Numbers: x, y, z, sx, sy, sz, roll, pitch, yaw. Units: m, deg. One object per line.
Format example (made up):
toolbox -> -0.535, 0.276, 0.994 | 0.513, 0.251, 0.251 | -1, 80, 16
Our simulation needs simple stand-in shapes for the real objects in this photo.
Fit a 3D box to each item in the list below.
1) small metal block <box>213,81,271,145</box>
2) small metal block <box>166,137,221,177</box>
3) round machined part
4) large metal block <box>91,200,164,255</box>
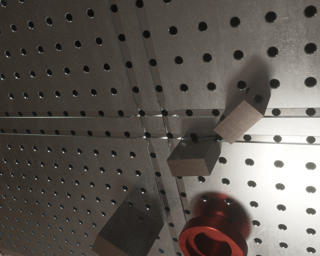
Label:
small metal block -> 0.090, -0.017, 0.337 | 0.025, 0.050, 0.050 | 40, 129, 0
small metal block -> 0.044, 0.036, 0.393 | 0.050, 0.050, 0.025 | -7, 115, 31
round machined part -> 0.081, 0.168, 0.460 | 0.098, 0.042, 0.097 | 13, 124, 20
large metal block -> -0.053, 0.182, 0.514 | 0.080, 0.080, 0.050 | 32, 128, 7
